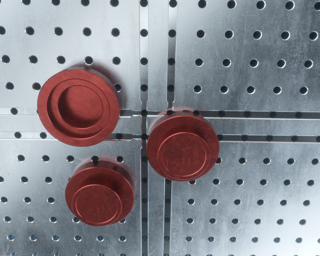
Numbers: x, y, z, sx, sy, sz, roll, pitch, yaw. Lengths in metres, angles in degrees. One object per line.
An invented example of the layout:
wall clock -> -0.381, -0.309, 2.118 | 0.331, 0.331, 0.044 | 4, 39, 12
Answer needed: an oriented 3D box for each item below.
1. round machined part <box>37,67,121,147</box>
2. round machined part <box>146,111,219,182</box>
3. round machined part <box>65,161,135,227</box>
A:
round machined part -> -0.099, -0.029, 0.393 | 0.099, 0.042, 0.097 | 0, 110, 0
round machined part -> 0.031, 0.030, 0.416 | 0.099, 0.042, 0.097 | 0, 110, 0
round machined part -> -0.086, 0.100, 0.440 | 0.099, 0.042, 0.097 | 0, 110, 0
